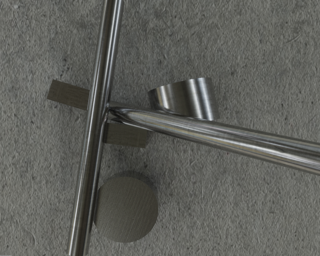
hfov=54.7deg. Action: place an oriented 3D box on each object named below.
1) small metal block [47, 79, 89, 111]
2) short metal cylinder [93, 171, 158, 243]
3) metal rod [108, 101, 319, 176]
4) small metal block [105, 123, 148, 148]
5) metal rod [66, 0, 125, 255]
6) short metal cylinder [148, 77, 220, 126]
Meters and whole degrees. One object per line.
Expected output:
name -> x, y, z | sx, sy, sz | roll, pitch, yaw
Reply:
small metal block -> -0.108, -0.040, 0.396 | 0.050, 0.050, 0.025 | 17, 90, 0
short metal cylinder -> -0.042, 0.098, 0.397 | 0.081, 0.050, 0.079 | 0, 90, 0
metal rod -> 0.035, 0.002, 0.311 | 0.300, 0.025, 0.025 | 14, 90, 40
small metal block -> -0.041, 0.009, 0.397 | 0.050, 0.050, 0.025 | 7, 91, 0
metal rod -> -0.075, -0.004, 0.363 | 0.025, 0.025, 0.298 | 8, 88, 0
short metal cylinder -> 0.029, -0.028, 0.383 | 0.080, 0.080, 0.050 | -12, 90, 0
